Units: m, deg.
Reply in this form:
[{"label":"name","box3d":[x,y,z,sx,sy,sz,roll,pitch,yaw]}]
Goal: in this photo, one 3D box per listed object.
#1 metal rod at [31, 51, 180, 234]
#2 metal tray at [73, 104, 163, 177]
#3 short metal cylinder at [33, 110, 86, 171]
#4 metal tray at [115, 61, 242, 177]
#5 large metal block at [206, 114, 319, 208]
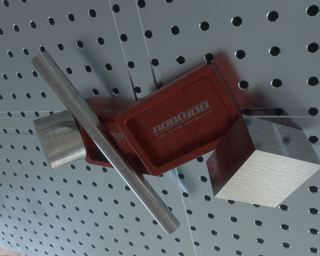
[{"label":"metal rod","box3d":[-0.068,0.027,0.425,0.025,0.025,0.299,-28,103,37]},{"label":"metal tray","box3d":[-0.056,0.016,0.447,0.130,0.030,0.089,7,122,24]},{"label":"short metal cylinder","box3d":[-0.149,0.018,0.462,0.080,0.050,0.079,47,149,41]},{"label":"metal tray","box3d":[0.025,-0.008,0.366,0.130,0.030,0.090,-28,104,20]},{"label":"large metal block","box3d":[0.109,0.039,0.339,0.081,0.050,0.079,13,131,-18]}]
